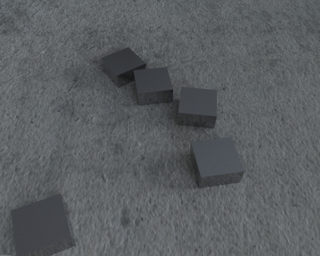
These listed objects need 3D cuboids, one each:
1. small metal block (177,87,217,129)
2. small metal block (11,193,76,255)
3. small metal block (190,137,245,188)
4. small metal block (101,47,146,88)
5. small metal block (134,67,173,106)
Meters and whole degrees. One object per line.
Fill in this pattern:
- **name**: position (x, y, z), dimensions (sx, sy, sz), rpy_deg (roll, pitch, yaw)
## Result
- **small metal block**: position (0.052, -0.029, 0.428), dimensions (0.050, 0.025, 0.050), rpy_deg (6, 50, 4)
- **small metal block**: position (-0.119, 0.102, 0.316), dimensions (0.050, 0.025, 0.050), rpy_deg (-18, 52, -15)
- **small metal block**: position (0.066, 0.041, 0.370), dimensions (0.050, 0.025, 0.050), rpy_deg (-7, 50, -6)
- **small metal block**: position (-0.056, -0.095, 0.482), dimensions (0.050, 0.025, 0.050), rpy_deg (-28, 56, -22)
- **small metal block**: position (-0.010, -0.062, 0.455), dimensions (0.050, 0.025, 0.050), rpy_deg (-7, 50, -6)
